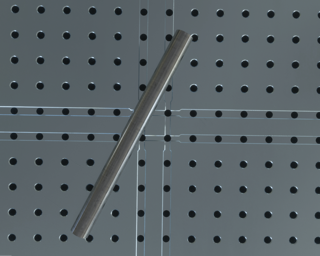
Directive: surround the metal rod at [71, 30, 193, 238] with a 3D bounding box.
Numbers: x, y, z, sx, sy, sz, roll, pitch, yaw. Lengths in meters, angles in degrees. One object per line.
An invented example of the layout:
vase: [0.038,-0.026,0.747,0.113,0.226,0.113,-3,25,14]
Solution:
metal rod: [-0.037,0.008,0.412,0.025,0.025,0.299,28,90,-1]
